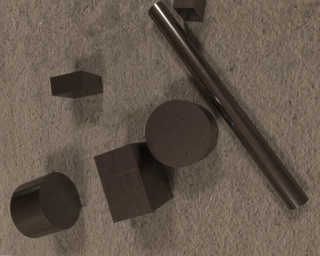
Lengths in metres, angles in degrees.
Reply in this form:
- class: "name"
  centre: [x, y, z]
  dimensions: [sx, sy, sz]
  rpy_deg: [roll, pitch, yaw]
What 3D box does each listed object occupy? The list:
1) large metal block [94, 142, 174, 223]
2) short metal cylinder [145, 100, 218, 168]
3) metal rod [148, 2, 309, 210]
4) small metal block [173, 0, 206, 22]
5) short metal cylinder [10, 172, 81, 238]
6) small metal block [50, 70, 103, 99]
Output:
- class: "large metal block"
  centre: [-0.030, 0.063, 0.389]
  dimensions: [0.050, 0.080, 0.080]
  rpy_deg: [-20, 84, 19]
- class: "short metal cylinder"
  centre: [0.028, 0.006, 0.385]
  dimensions: [0.080, 0.050, 0.079]
  rpy_deg: [0, 90, 19]
- class: "metal rod"
  centre: [0.077, -0.035, 0.381]
  dimensions: [0.025, 0.025, 0.299]
  rpy_deg: [-37, 79, 16]
- class: "small metal block"
  centre: [0.039, -0.164, 0.381]
  dimensions: [0.025, 0.050, 0.050]
  rpy_deg: [9, 93, 19]
- class: "short metal cylinder"
  centre: [-0.158, 0.108, 0.434]
  dimensions: [0.050, 0.080, 0.080]
  rpy_deg: [-22, 83, 18]
- class: "small metal block"
  centre: [-0.116, -0.060, 0.435]
  dimensions: [0.050, 0.050, 0.025]
  rpy_deg: [-8, 88, 19]
